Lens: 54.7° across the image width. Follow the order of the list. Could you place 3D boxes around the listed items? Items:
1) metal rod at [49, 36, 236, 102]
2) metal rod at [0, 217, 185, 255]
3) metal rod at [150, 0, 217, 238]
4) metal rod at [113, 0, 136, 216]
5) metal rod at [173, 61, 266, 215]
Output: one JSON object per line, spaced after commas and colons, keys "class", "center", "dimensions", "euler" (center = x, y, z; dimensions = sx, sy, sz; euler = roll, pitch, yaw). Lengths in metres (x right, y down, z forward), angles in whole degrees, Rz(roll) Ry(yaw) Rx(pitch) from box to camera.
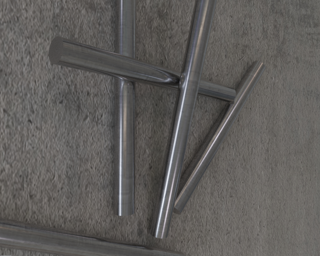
{"class": "metal rod", "center": [0.009, -0.061, 0.386], "dimensions": [0.302, 0.025, 0.025], "euler": [4, 88, -48]}
{"class": "metal rod", "center": [-0.081, 0.128, 0.337], "dimensions": [0.301, 0.025, 0.025], "euler": [27, 73, -37]}
{"class": "metal rod", "center": [0.027, -0.007, 0.384], "dimensions": [0.025, 0.025, 0.298], "euler": [4, 100, -40]}
{"class": "metal rod", "center": [-0.042, -0.048, 0.369], "dimensions": [0.025, 0.025, 0.298], "euler": [1, 90, -40]}
{"class": "metal rod", "center": [0.096, 0.000, 0.485], "dimensions": [0.025, 0.025, 0.301], "euler": [51, 60, -28]}
